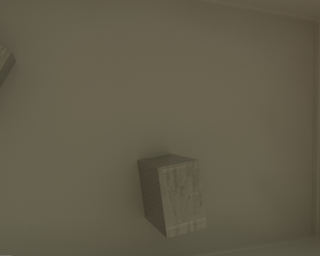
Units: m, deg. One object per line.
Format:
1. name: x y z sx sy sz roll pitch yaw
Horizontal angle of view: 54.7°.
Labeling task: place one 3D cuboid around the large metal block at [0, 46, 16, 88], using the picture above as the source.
1. large metal block: -0.210 -0.061 0.319 0.080 0.050 0.080 28 81 -18

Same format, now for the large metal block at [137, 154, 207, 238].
1. large metal block: 0.012 0.079 0.387 0.050 0.080 0.079 -9 93 -20
